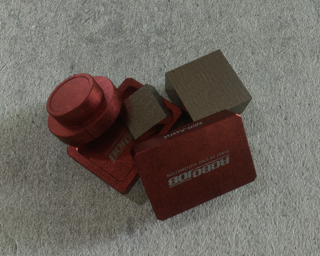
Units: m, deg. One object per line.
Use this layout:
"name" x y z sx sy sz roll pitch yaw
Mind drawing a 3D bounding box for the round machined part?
"round machined part" -0.101 -0.030 0.388 0.098 0.042 0.098 -15 49 18

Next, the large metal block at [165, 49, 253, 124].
"large metal block" 0.061 -0.046 0.413 0.080 0.050 0.080 -25 72 -9

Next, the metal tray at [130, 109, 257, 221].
"metal tray" 0.041 0.043 0.367 0.131 0.030 0.090 -22 108 -7

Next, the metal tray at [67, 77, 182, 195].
"metal tray" -0.043 0.008 0.402 0.090 0.030 0.130 33 73 11

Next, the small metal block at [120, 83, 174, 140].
"small metal block" -0.019 -0.020 0.392 0.050 0.025 0.050 -36 74 17
